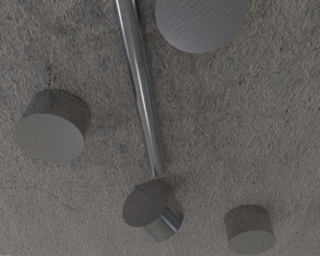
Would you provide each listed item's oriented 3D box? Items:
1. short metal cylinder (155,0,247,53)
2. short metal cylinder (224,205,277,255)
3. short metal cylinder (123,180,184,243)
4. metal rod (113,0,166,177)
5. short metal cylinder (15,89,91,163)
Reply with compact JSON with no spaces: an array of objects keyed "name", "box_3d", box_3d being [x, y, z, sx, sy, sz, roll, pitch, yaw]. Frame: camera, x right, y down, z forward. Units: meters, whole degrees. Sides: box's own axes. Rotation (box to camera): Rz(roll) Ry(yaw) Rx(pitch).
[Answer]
[{"name":"short metal cylinder","box_3d":[0.036,-0.118,0.291,0.081,0.050,0.079,0,130,0]},{"name":"short metal cylinder","box_3d":[0.157,0.180,0.546,0.081,0.050,0.079,0,130,0]},{"name":"short metal cylinder","box_3d":[-0.010,0.129,0.481,0.080,0.080,0.050,-23,127,18]},{"name":"metal rod","box_3d":[-0.021,-0.049,0.365,0.025,0.025,0.298,-6,130,4]},{"name":"short metal cylinder","box_3d":[-0.131,-0.002,0.388,0.081,0.050,0.079,0,130,0]}]
